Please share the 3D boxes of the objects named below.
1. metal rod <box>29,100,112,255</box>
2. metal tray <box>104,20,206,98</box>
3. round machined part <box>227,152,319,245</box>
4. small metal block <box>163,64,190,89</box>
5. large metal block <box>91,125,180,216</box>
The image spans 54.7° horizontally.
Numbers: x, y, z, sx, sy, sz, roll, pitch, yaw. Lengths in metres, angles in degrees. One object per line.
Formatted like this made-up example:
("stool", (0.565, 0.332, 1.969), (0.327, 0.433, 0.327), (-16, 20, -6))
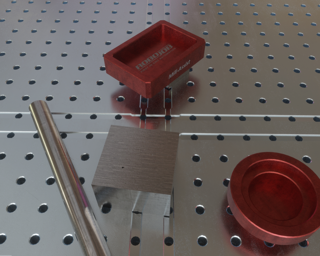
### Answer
("metal rod", (-0.097, 0.073, 0.345), (0.025, 0.025, 0.300), (-22, 54, -18))
("metal tray", (-0.006, -0.107, 0.461), (0.090, 0.030, 0.131), (34, 58, 25))
("round machined part", (0.122, 0.077, 0.333), (0.099, 0.042, 0.098), (0, 50, 0))
("small metal block", (0.012, -0.095, 0.488), (0.050, 0.025, 0.050), (34, 57, 25))
("large metal block", (-0.023, 0.047, 0.352), (0.080, 0.050, 0.080), (7, 50, 5))
